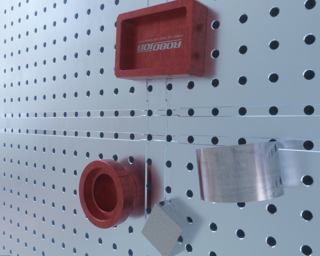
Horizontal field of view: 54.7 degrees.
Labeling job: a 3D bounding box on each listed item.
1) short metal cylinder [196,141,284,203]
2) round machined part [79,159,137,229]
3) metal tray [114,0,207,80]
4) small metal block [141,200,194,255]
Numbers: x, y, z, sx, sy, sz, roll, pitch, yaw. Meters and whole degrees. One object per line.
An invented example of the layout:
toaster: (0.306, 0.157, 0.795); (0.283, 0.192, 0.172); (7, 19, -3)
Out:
short metal cylinder: (0.078, 0.042, 0.309); (0.080, 0.081, 0.050); (-9, 84, 39)
round machined part: (-0.073, 0.095, 0.459); (0.098, 0.042, 0.097); (0, 90, 40)
metal tray: (-0.004, -0.112, 0.409); (0.130, 0.030, 0.089); (5, 93, 40)
small metal block: (0.009, 0.131, 0.402); (0.050, 0.025, 0.050); (37, 113, 33)
